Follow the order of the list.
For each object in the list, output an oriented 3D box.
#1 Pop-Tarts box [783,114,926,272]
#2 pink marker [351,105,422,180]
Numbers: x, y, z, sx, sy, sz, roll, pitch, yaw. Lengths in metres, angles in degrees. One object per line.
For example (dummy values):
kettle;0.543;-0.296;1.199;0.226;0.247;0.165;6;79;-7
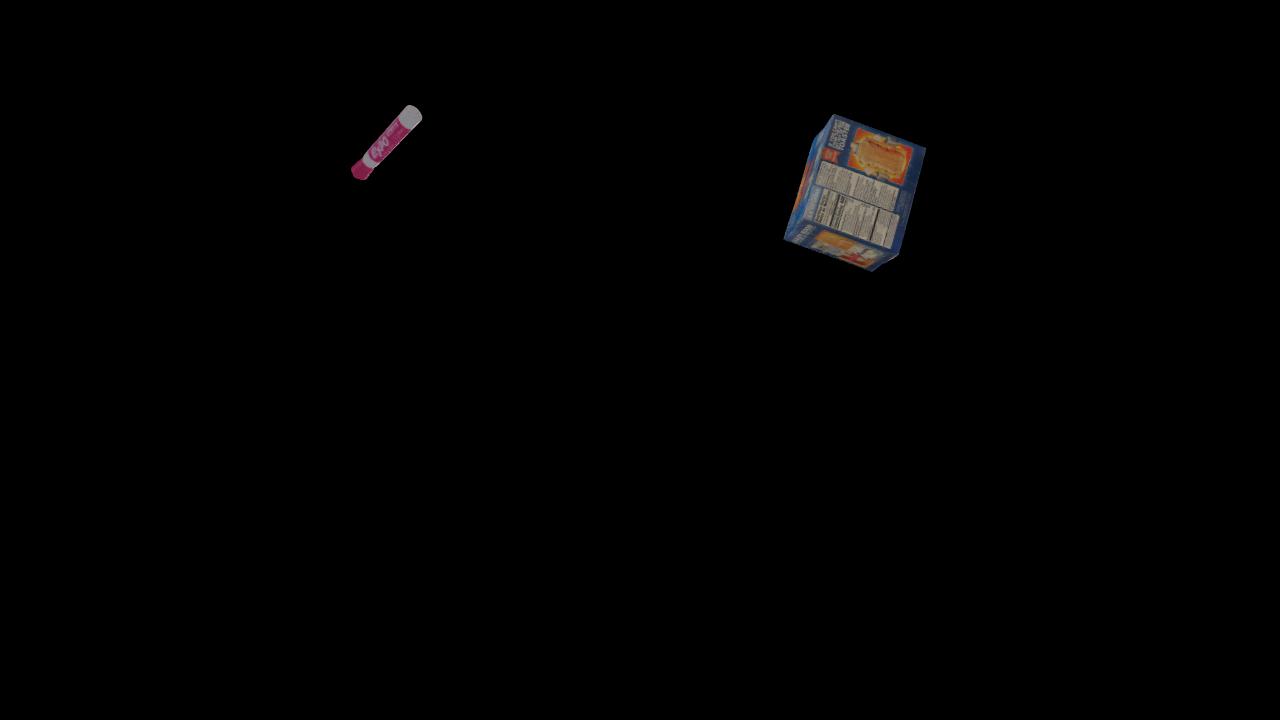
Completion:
Pop-Tarts box;0.299;-0.231;0.862;0.141;0.167;0.083;19;-12;-3
pink marker;-0.273;-0.229;0.657;0.121;0.020;0.020;-26;-15;34
